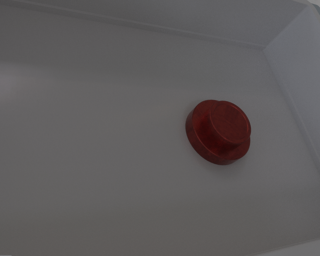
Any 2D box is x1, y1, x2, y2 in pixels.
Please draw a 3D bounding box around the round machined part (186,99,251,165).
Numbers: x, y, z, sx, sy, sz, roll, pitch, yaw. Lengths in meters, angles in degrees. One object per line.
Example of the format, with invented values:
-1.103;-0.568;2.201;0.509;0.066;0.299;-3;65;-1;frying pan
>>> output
0.089;0.000;0.442;0.099;0.042;0.098;13;56;-21;round machined part
